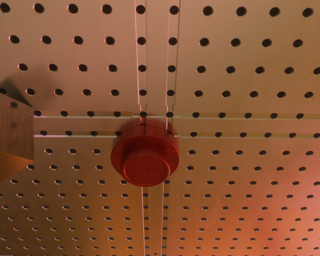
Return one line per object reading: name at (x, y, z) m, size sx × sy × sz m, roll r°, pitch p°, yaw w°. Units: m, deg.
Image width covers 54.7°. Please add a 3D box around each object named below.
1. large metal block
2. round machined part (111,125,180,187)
large metal block at (-0.202, 0.016, 0.378) m, size 0.080 × 0.080 × 0.050 m, roll -30°, pitch 145°, yaw 21°
round machined part at (-0.021, 0.046, 0.440) m, size 0.099 × 0.042 × 0.097 m, roll 0°, pitch 130°, yaw 0°
